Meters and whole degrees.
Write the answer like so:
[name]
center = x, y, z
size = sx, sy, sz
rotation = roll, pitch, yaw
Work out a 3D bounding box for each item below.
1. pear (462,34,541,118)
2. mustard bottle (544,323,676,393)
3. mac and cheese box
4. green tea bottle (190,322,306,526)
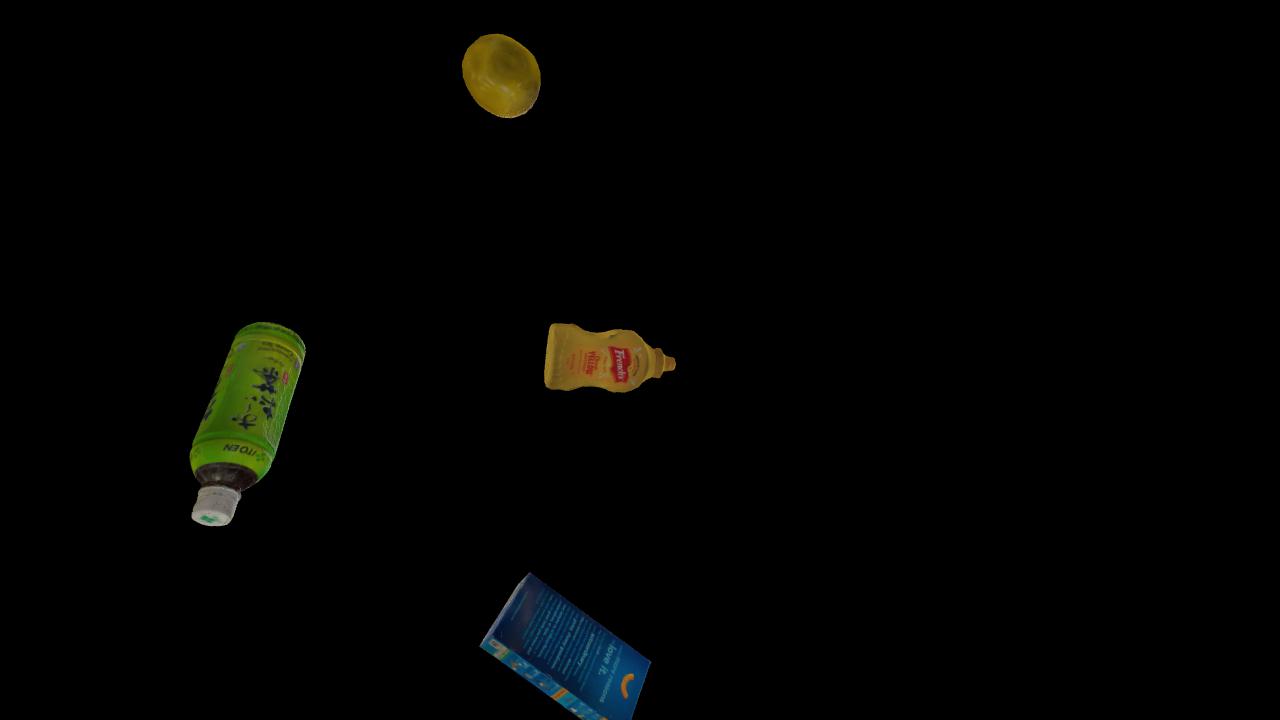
[pear]
center = -0.149, -0.289, 0.651
size = 0.080, 0.080, 0.111
rotation = 0, 1, -18
[mustard bottle]
center = -0.037, 0.000, 0.858
size = 0.184, 0.092, 0.054
rotation = 4, 8, -17
[mac and cheese box]
center = -0.081, 0.337, 0.706
size = 0.184, 0.041, 0.093
rotation = 38, 33, -3
[green tea bottle]
center = -0.388, 0.060, 0.607
size = 0.073, 0.212, 0.073
rotation = -7, -38, -5
